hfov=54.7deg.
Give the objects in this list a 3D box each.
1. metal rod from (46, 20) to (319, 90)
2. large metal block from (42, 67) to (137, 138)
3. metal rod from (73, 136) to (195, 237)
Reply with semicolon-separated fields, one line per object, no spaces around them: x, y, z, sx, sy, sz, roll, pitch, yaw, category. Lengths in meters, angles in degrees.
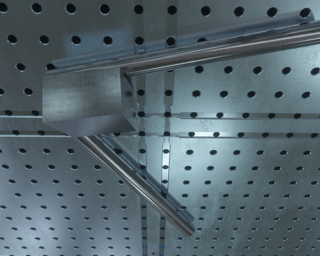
0.021;-0.079;0.344;0.302;0.025;0.025;-9;130;7;metal rod
-0.075;-0.025;0.348;0.080;0.050;0.080;-6;167;4;large metal block
-0.028;0.095;0.491;0.025;0.025;0.300;-27;126;21;metal rod
